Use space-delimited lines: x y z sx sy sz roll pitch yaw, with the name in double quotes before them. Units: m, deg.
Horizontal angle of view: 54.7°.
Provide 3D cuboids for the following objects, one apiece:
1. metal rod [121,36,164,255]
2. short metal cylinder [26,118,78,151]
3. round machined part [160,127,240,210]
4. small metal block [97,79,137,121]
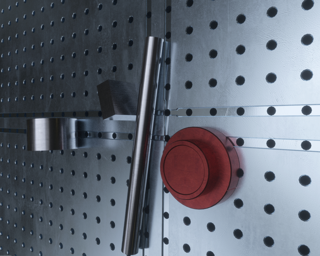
"metal rod" -0.025 0.028 0.427 0.025 0.025 0.298 11 97 39
"short metal cylinder" -0.179 0.011 0.518 0.080 0.081 0.050 -3 88 39
"round machined part" 0.039 0.047 0.365 0.098 0.042 0.097 0 90 39
"small metal block" -0.057 -0.038 0.438 0.025 0.050 0.050 -20 77 38
